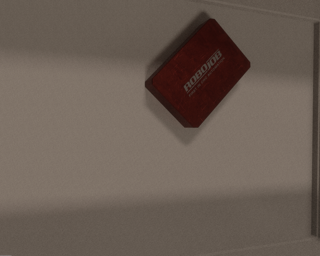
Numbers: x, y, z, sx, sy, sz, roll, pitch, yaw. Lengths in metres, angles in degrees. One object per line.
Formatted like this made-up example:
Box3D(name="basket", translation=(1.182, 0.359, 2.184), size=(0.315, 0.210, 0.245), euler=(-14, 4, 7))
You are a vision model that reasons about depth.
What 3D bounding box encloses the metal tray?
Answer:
Box3D(name="metal tray", translation=(0.055, -0.075, 0.429), size=(0.090, 0.030, 0.130), euler=(46, 76, -15))
